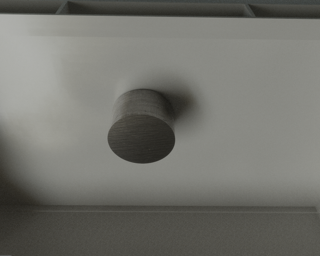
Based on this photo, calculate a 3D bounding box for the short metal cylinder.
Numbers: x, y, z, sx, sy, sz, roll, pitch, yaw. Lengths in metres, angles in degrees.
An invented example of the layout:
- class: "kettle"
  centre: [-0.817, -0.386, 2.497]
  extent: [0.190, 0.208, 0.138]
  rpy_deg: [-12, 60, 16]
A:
- class: "short metal cylinder"
  centre: [-0.022, -0.001, 0.389]
  extent: [0.080, 0.050, 0.080]
  rpy_deg: [0, 130, 0]
